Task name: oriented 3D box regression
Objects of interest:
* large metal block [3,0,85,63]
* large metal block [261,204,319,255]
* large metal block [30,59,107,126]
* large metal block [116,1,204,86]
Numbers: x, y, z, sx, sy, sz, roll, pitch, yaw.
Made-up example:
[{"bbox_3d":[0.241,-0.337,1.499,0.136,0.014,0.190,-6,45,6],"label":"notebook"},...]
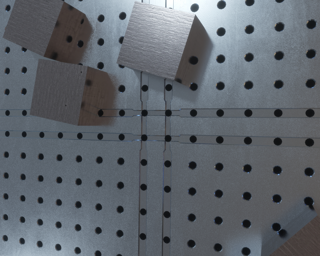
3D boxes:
[{"bbox_3d":[-0.171,-0.151,0.458,0.080,0.050,0.080,26,98,17],"label":"large metal block"},{"bbox_3d":[0.170,0.145,0.339,0.080,0.050,0.080,46,104,14],"label":"large metal block"},{"bbox_3d":[-0.130,-0.050,0.444,0.080,0.050,0.079,12,94,19],"label":"large metal block"},{"bbox_3d":[0.001,-0.107,0.398,0.080,0.050,0.080,20,96,18],"label":"large metal block"}]
